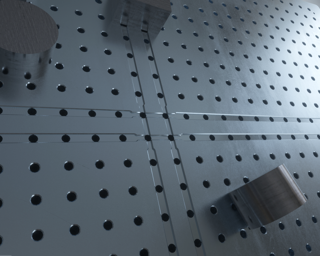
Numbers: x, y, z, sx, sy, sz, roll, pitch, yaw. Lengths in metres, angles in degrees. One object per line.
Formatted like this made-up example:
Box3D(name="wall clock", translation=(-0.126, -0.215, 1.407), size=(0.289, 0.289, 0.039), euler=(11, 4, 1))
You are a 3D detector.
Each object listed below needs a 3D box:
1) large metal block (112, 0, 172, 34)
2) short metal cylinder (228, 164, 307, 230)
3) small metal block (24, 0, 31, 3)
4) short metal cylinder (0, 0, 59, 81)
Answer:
Box3D(name="large metal block", translation=(-0.032, -0.209, 0.502), size=(0.081, 0.050, 0.080), euler=(9, 58, -24))
Box3D(name="short metal cylinder", translation=(0.135, 0.086, 0.393), size=(0.081, 0.080, 0.050), euler=(-18, 71, -35))
Box3D(name="small metal block", translation=(-0.199, -0.197, 0.421), size=(0.050, 0.025, 0.050), euler=(19, 54, -17))
Box3D(name="short metal cylinder", translation=(-0.166, -0.103, 0.365), size=(0.081, 0.050, 0.080), euler=(14, 56, -21))
